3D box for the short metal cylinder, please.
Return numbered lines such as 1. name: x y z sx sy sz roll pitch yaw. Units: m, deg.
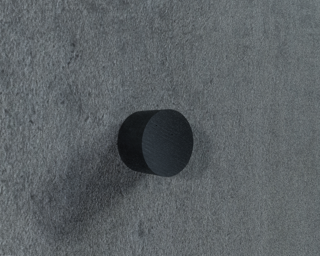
1. short metal cylinder: -0.005 0.017 0.383 0.081 0.050 0.080 0 90 -40
